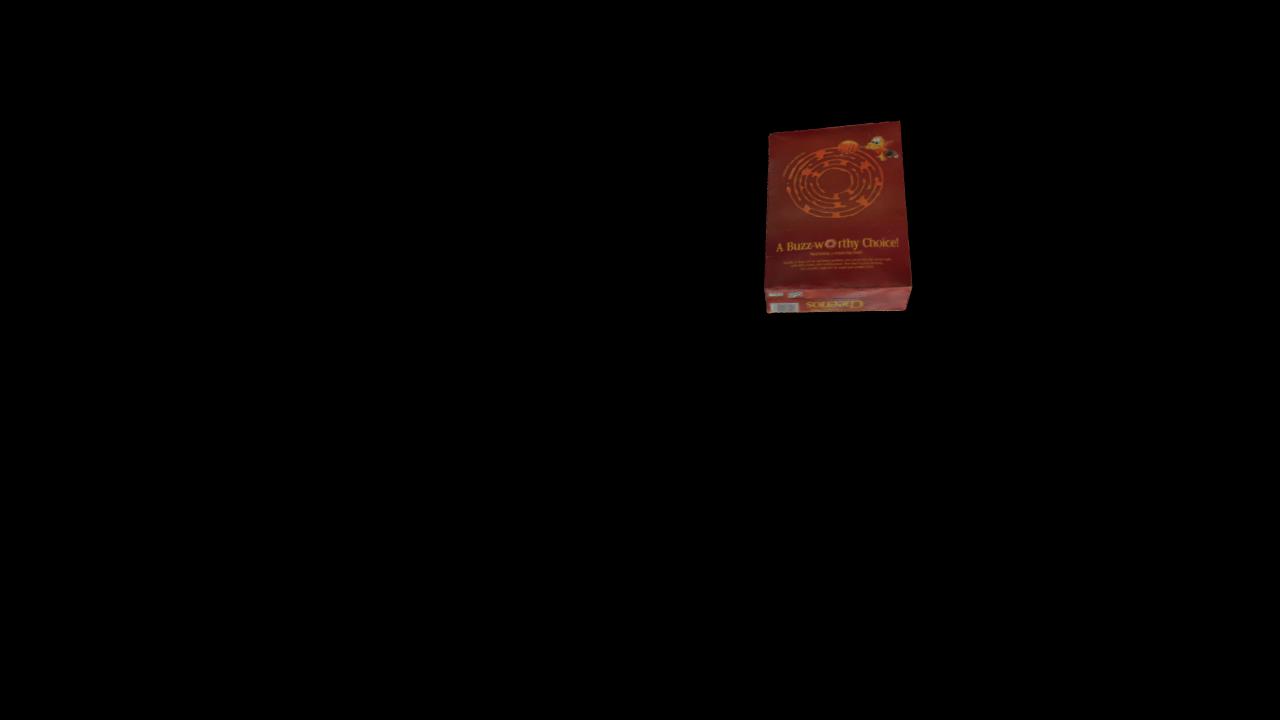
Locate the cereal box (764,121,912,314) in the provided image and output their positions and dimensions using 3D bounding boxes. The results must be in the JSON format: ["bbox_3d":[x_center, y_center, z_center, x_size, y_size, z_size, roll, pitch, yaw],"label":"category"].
[{"bbox_3d":[0.298,-0.221,0.946,0.203,0.306,0.081,0,-25,15],"label":"cereal box"}]
